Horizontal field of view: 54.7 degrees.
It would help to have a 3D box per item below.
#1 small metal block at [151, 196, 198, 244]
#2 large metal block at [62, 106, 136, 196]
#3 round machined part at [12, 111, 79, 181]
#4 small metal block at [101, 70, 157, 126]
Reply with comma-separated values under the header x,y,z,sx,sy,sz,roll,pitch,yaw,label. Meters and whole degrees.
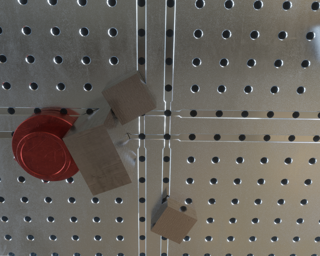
x,y,z,sx,sy,sz,roll,pitch,yaw,label
0.020,0.139,0.465,0.050,0.025,0.050,28,107,-10,small metal block
-0.071,0.024,0.392,0.050,0.080,0.080,-20,109,7,large metal block
-0.148,0.029,0.413,0.099,0.042,0.097,0,110,-1,round machined part
-0.039,-0.039,0.399,0.050,0.025,0.050,-27,108,9,small metal block
